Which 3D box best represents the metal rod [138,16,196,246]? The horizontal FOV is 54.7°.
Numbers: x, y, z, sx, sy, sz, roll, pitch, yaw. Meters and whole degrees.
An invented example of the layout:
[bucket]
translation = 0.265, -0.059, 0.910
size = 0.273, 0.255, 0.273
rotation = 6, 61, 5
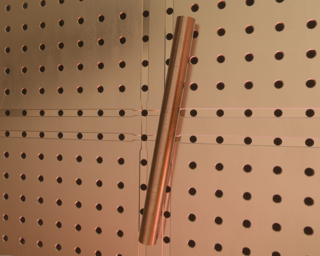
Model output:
[metal rod]
translation = 0.009, 0.006, 0.408
size = 0.025, 0.025, 0.298
rotation = 11, 94, 19
